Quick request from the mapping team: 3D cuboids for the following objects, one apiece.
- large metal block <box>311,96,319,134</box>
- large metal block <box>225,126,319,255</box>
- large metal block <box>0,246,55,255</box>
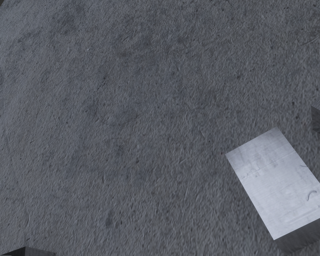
[{"bbox_3d":[0.205,-0.017,0.290,0.080,0.050,0.080,-45,51,-3],"label":"large metal block"},{"bbox_3d":[0.108,0.059,0.276,0.050,0.080,0.080,-30,52,9],"label":"large metal block"},{"bbox_3d":[-0.172,0.194,0.360,0.080,0.050,0.080,-23,53,14],"label":"large metal block"}]
